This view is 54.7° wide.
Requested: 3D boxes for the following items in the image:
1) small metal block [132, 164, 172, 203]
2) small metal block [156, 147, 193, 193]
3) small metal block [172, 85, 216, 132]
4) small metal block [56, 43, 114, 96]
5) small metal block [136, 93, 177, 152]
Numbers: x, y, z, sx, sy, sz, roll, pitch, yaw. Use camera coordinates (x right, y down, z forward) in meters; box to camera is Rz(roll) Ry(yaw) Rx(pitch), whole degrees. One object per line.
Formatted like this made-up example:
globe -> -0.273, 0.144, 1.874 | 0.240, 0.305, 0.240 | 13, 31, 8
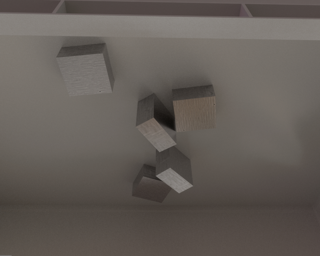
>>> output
small metal block -> -0.011, 0.087, 0.484 | 0.050, 0.025, 0.050 | 17, 128, -15
small metal block -> 0.020, 0.056, 0.441 | 0.025, 0.050, 0.050 | -34, 123, 25
small metal block -> 0.043, -0.024, 0.389 | 0.050, 0.025, 0.050 | -6, 130, 5
small metal block -> -0.083, -0.066, 0.352 | 0.050, 0.025, 0.050 | -5, 130, 3
small metal block -> -0.004, -0.007, 0.387 | 0.025, 0.050, 0.050 | -27, 125, 21
